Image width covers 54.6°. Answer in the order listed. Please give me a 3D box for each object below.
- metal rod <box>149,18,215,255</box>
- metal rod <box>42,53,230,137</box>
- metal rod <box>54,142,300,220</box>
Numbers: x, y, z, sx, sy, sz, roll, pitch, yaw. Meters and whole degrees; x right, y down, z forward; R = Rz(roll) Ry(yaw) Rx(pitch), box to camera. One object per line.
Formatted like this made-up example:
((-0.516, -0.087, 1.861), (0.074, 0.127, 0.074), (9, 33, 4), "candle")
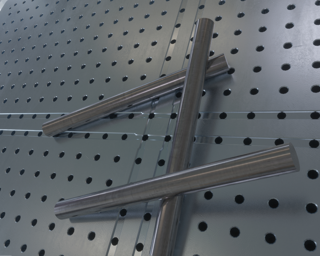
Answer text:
((0.031, -0.003, 0.374), (0.025, 0.025, 0.299), (2, 69, 29), "metal rod")
((-0.046, -0.043, 0.460), (0.300, 0.025, 0.025), (-19, 55, 17), "metal rod")
((-0.009, 0.066, 0.334), (0.300, 0.025, 0.025), (-19, 53, 31), "metal rod")
